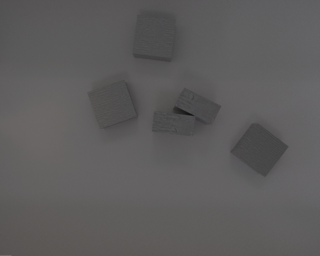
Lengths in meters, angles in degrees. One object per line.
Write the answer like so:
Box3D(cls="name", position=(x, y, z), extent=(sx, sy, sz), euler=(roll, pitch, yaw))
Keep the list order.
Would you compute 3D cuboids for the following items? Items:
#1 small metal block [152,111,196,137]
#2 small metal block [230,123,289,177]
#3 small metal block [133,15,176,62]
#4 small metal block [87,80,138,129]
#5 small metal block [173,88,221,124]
Box3D(cls="small metal block", position=(0.017, -0.005, 0.399), extent=(0.050, 0.050, 0.025), euler=(7, 91, 0))
Box3D(cls="small metal block", position=(0.131, 0.029, 0.412), extent=(0.050, 0.025, 0.050), euler=(37, 90, 0))
Box3D(cls="small metal block", position=(-0.007, -0.118, 0.411), extent=(0.050, 0.025, 0.050), euler=(7, 90, 0))
Box3D(cls="small metal block", position=(-0.062, -0.031, 0.411), extent=(0.050, 0.025, 0.050), euler=(-19, 90, 0))
Box3D(cls="small metal block", position=(0.046, -0.027, 0.399), extent=(0.050, 0.050, 0.025), euler=(26, 90, 0))
